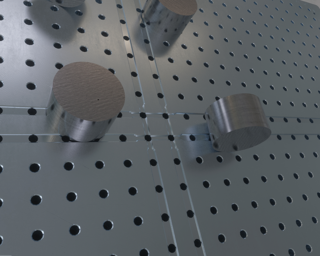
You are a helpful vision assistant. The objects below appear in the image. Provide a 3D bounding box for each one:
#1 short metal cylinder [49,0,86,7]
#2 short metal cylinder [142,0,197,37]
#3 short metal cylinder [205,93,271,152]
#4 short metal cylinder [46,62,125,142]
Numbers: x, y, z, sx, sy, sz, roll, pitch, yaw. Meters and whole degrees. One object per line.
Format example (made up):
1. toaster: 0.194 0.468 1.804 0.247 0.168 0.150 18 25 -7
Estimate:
1. short metal cylinder: -0.132 -0.220 0.436 0.080 0.080 0.050 23 53 -15
2. short metal cylinder: 0.016 -0.201 0.523 0.081 0.050 0.080 14 56 -21
3. short metal cylinder: 0.108 -0.005 0.434 0.081 0.080 0.050 5 60 -26
4. short metal cylinder: -0.088 -0.030 0.363 0.081 0.050 0.080 14 56 -21
